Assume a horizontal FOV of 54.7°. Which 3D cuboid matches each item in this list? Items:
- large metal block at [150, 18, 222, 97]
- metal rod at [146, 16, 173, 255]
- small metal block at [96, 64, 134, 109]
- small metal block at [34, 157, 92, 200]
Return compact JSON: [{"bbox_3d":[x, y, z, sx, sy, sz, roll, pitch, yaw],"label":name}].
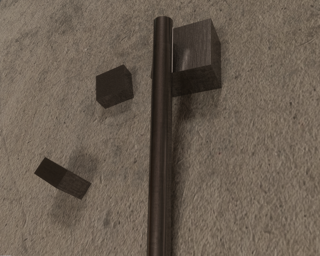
[{"bbox_3d":[0.038,-0.094,0.424,0.080,0.050,0.080,-8,58,23],"label":"large metal block"},{"bbox_3d":[0.001,0.006,0.357,0.025,0.025,0.299,-7,71,24],"label":"metal rod"},{"bbox_3d":[-0.070,-0.064,0.478,0.050,0.025,0.050,-20,54,16],"label":"small metal block"},{"bbox_3d":[-0.129,0.067,0.412,0.050,0.050,0.025,20,72,35],"label":"small metal block"}]
